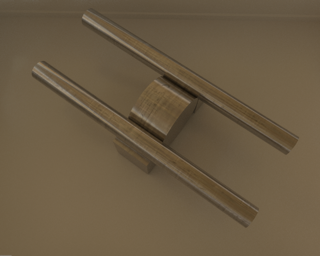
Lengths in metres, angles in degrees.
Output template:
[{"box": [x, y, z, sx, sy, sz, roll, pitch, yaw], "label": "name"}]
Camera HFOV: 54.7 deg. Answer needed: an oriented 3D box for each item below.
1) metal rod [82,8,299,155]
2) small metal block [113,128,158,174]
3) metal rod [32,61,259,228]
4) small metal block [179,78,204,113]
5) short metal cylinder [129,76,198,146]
[{"box": [0.028, -0.063, 0.378, 0.300, 0.025, 0.025, 34, 73, 11], "label": "metal rod"}, {"box": [-0.028, 0.028, 0.384, 0.050, 0.050, 0.025, 35, 74, 11], "label": "small metal block"}, {"box": [-0.026, 0.011, 0.352, 0.300, 0.025, 0.025, 34, 73, 11], "label": "metal rod"}, {"box": [0.035, -0.052, 0.414, 0.050, 0.050, 0.025, 35, 74, 11], "label": "small metal block"}, {"box": [0.004, -0.017, 0.385, 0.050, 0.080, 0.080, 35, 74, 11], "label": "short metal cylinder"}]
